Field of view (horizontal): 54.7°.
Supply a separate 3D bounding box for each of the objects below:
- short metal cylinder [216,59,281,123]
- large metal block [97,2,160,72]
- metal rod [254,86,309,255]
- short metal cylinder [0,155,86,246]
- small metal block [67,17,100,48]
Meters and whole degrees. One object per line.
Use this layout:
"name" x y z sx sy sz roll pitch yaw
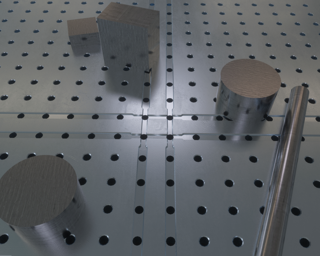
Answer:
"short metal cylinder" 0.122 -0.053 0.437 0.081 0.050 0.080 0 50 0
"large metal block" -0.047 -0.144 0.493 0.080 0.080 0.050 15 52 12
"metal rod" 0.145 0.054 0.363 0.025 0.025 0.301 18 52 14
"short metal cylinder" -0.123 0.076 0.327 0.081 0.050 0.080 0 50 0
"small metal block" -0.135 -0.170 0.549 0.050 0.025 0.050 -11 51 -9
